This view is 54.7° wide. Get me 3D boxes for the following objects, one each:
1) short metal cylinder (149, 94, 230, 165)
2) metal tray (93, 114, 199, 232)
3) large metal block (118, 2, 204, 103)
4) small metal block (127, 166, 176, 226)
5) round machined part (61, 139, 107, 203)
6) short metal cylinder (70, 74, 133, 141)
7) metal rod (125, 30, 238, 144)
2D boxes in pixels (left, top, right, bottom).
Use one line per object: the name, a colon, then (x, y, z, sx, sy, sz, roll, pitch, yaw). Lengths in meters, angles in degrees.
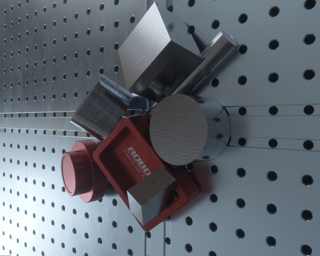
short metal cylinder: (0.034, 0.002, 0.364, 0.080, 0.050, 0.079, 0, 90, 40)
metal tray: (-0.022, 0.058, 0.406, 0.090, 0.030, 0.130, -45, 76, 31)
large metal block: (-0.003, -0.091, 0.380, 0.080, 0.050, 0.080, -44, 44, 31)
small metal block: (-0.009, 0.080, 0.362, 0.025, 0.050, 0.050, 41, 150, 30)
round machined part: (-0.124, 0.068, 0.483, 0.098, 0.042, 0.097, 14, 107, 54)
short metal cylinder: (-0.082, -0.029, 0.434, 0.080, 0.050, 0.080, -49, 18, 22)
metal rod: (-0.013, -0.009, 0.422, 0.299, 0.025, 0.025, -45, 63, 31)
